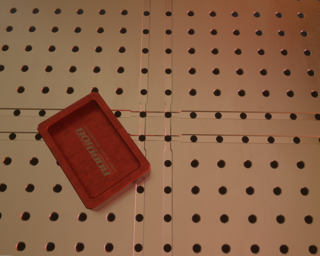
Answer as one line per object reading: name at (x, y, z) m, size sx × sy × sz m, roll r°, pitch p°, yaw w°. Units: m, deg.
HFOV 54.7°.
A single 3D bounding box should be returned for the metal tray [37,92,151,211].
metal tray at (-0.084, 0.028, 0.397) m, size 0.090 × 0.030 × 0.130 m, roll -34°, pitch 74°, yaw -12°
